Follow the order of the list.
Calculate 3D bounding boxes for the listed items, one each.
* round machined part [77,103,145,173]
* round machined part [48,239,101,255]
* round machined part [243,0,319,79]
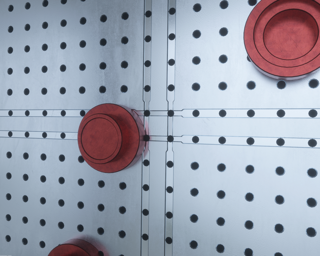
[{"bbox_3d":[-0.074,0.014,0.430,0.098,0.042,0.097,0,90,20],"label":"round machined part"},{"bbox_3d":[-0.130,0.218,0.450,0.098,0.042,0.097,0,90,20],"label":"round machined part"},{"bbox_3d":[0.147,-0.103,0.352,0.098,0.042,0.097,0,90,20],"label":"round machined part"}]
